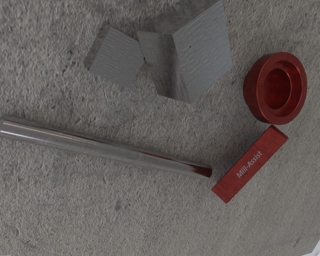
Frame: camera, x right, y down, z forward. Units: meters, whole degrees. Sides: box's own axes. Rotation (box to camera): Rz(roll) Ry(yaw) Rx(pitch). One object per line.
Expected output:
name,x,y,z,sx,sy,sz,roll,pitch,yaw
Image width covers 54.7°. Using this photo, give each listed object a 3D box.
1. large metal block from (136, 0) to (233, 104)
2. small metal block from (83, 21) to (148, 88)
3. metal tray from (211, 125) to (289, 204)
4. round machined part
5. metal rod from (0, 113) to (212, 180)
large metal block,0.031,-0.086,0.338,0.080,0.050,0.080,-43,133,-27
small metal block,-0.046,-0.078,0.334,0.050,0.025,0.050,20,108,-36
metal tray,0.140,0.056,0.485,0.130,0.030,0.090,-49,164,6
round machined part,0.156,-0.055,0.434,0.099,0.042,0.097,-4,99,-28
metal rod,-0.045,0.033,0.402,0.302,0.025,0.025,17,109,-35
